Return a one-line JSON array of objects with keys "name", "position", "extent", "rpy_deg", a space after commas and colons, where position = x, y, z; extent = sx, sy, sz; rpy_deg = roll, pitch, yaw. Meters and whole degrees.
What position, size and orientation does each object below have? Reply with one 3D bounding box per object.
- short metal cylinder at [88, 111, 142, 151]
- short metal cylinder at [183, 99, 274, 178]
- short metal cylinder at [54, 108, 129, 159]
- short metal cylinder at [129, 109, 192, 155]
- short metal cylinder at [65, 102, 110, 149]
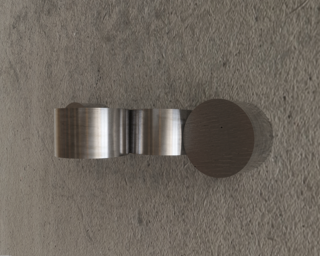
[{"name": "short metal cylinder", "position": [-0.060, 0.003, 0.421], "extent": [0.080, 0.081, 0.050], "rpy_deg": [1, 91, 40]}, {"name": "short metal cylinder", "position": [0.072, 0.010, 0.330], "extent": [0.080, 0.050, 0.080], "rpy_deg": [1, 91, 39]}, {"name": "short metal cylinder", "position": [-0.074, 0.004, 0.342], "extent": [0.080, 0.081, 0.050], "rpy_deg": [1, 92, 40]}, {"name": "short metal cylinder", "position": [0.001, 0.004, 0.370], "extent": [0.080, 0.081, 0.050], "rpy_deg": [1, 90, 40]}, {"name": "short metal cylinder", "position": [-0.112, 0.001, 0.483], "extent": [0.080, 0.050, 0.080], "rpy_deg": [0, 90, 39]}]
